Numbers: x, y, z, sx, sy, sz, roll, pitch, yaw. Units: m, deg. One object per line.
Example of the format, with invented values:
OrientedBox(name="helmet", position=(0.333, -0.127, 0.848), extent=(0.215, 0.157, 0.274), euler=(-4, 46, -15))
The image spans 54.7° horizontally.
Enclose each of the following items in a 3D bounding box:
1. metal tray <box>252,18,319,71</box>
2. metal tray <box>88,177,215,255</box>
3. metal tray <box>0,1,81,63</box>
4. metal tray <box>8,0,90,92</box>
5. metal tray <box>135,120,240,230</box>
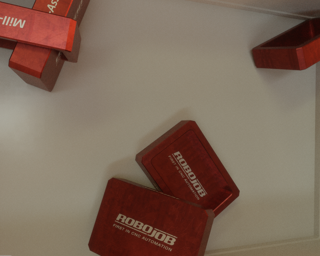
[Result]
OrientedBox(name="metal tray", position=(0.214, -0.126, 0.451), extent=(0.131, 0.090, 0.030), euler=(-29, 113, -18))
OrientedBox(name="metal tray", position=(-0.012, 0.119, 0.359), extent=(0.030, 0.130, 0.090), euler=(29, 76, -63))
OrientedBox(name="metal tray", position=(-0.150, -0.098, 0.310), extent=(0.131, 0.090, 0.030), euler=(10, 93, -12))
OrientedBox(name="metal tray", position=(-0.112, -0.109, 0.332), extent=(0.030, 0.090, 0.130), euler=(21, 83, -11))
OrientedBox(name="metal tray", position=(0.040, 0.065, 0.422), extent=(0.090, 0.030, 0.130), euler=(-37, 102, -16))
